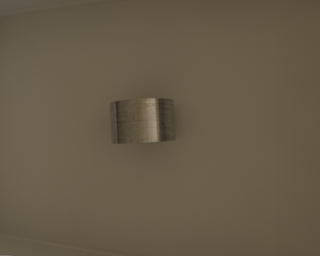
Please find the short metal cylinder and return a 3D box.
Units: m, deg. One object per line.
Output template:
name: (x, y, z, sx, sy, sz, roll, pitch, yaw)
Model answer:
short metal cylinder: (-0.021, -0.008, 0.389, 0.080, 0.080, 0.050, -4, 89, 20)
